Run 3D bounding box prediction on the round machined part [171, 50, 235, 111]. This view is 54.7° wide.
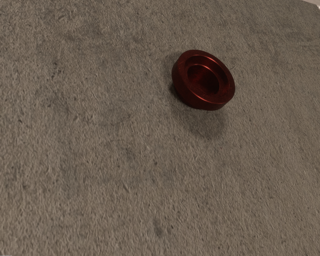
[{"bbox_3d":[0.061,-0.067,0.469,0.099,0.042,0.098,14,56,-21],"label":"round machined part"}]
